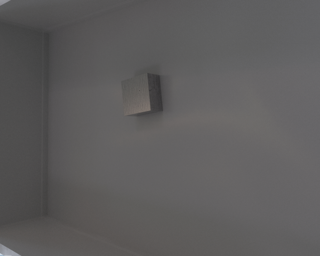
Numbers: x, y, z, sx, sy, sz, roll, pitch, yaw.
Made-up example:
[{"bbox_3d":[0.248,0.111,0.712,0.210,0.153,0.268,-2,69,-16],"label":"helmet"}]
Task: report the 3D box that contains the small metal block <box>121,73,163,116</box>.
[{"bbox_3d":[-0.025,-0.045,0.429,0.050,0.025,0.050,-9,84,39],"label":"small metal block"}]
